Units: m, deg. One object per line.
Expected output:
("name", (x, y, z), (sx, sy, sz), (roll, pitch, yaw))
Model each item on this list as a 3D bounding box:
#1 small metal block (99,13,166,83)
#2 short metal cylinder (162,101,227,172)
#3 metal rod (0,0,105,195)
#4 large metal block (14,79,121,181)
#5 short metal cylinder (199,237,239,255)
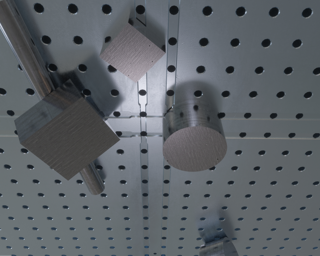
("small metal block", (-0.029, -0.086, 0.338), (0.050, 0.025, 0.050), (34, 122, -26))
("short metal cylinder", (0.043, 0.012, 0.406), (0.081, 0.050, 0.079), (0, 130, 0))
("metal rod", (-0.129, -0.015, 0.397), (0.025, 0.025, 0.298), (-9, 130, 7))
("large metal block", (-0.109, 0.003, 0.370), (0.080, 0.050, 0.080), (-39, 133, -4))
("short metal cylinder", (0.118, 0.258, 0.597), (0.050, 0.080, 0.080), (-27, 125, 21))
